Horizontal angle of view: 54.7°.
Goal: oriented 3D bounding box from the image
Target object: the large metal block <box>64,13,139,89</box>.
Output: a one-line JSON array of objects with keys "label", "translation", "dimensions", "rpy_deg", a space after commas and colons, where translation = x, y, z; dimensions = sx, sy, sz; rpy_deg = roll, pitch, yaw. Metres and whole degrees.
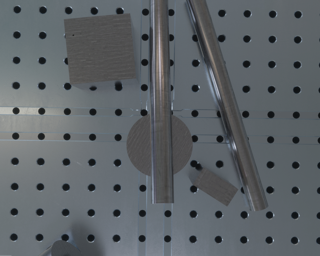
[{"label": "large metal block", "translation": [-0.073, -0.096, 0.400], "dimensions": [0.081, 0.050, 0.080], "rpy_deg": [-5, 90, 0]}]

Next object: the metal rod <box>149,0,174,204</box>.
[{"label": "metal rod", "translation": [0.000, -0.062, 0.374], "dimensions": [0.025, 0.025, 0.299], "rpy_deg": [-1, 75, 0]}]

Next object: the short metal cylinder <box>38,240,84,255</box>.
[{"label": "short metal cylinder", "translation": [-0.126, 0.189, 0.385], "dimensions": [0.050, 0.080, 0.080], "rpy_deg": [-39, 90, 0]}]

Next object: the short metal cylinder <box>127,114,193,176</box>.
[{"label": "short metal cylinder", "translation": [0.000, 0.021, 0.401], "dimensions": [0.081, 0.050, 0.079], "rpy_deg": [0, 90, 0]}]

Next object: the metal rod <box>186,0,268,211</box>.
[{"label": "metal rod", "translation": [0.089, -0.036, 0.414], "dimensions": [0.025, 0.025, 0.298], "rpy_deg": [-17, 90, 0]}]

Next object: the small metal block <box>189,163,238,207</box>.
[{"label": "small metal block", "translation": [0.068, 0.072, 0.402], "dimensions": [0.050, 0.050, 0.025], "rpy_deg": [33, 90, 0]}]
